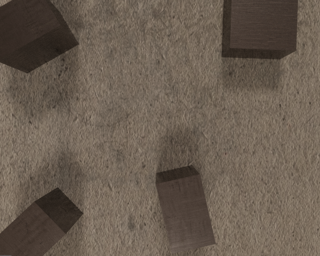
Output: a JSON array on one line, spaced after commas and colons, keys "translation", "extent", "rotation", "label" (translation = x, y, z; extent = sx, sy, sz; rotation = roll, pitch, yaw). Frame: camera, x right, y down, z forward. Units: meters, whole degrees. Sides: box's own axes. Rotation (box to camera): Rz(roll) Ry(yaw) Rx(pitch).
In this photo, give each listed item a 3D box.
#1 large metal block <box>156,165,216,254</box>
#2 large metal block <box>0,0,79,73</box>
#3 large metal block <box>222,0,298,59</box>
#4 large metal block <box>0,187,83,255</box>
[{"translation": [0.028, 0.095, 0.383], "extent": [0.050, 0.080, 0.080], "rotation": [-13, 90, 0], "label": "large metal block"}, {"translation": [-0.157, -0.115, 0.380], "extent": [0.080, 0.080, 0.050], "rotation": [-30, 90, 0], "label": "large metal block"}, {"translation": [0.126, -0.135, 0.399], "extent": [0.081, 0.050, 0.079], "rotation": [2, 90, -1], "label": "large metal block"}, {"translation": [-0.151, 0.126, 0.381], "extent": [0.080, 0.080, 0.050], "rotation": [-43, 91, 0], "label": "large metal block"}]
